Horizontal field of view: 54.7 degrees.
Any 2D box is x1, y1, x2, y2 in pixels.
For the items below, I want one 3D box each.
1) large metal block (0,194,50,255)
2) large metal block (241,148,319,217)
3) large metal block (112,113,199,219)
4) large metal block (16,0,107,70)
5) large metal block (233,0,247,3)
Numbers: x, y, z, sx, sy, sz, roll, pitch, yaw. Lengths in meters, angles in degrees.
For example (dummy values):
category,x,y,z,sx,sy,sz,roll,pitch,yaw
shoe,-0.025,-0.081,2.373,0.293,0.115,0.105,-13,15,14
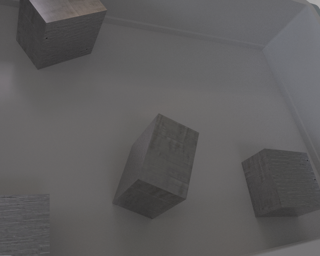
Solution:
category,x,y,z,sx,sy,sz,roll,pitch,yaw
large metal block,-0.135,0.101,0.250,0.081,0.050,0.080,5,54,-26
large metal block,0.171,0.078,0.434,0.081,0.050,0.080,7,59,-25
large metal block,-0.005,0.044,0.340,0.050,0.080,0.080,26,53,-13
large metal block,-0.122,-0.126,0.381,0.081,0.080,0.050,-31,79,-38
large metal block,0.157,-0.329,0.677,0.081,0.050,0.080,2,61,-27
